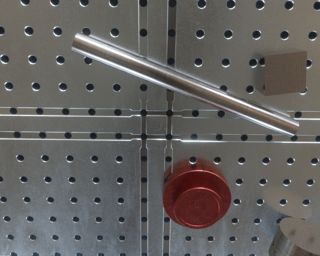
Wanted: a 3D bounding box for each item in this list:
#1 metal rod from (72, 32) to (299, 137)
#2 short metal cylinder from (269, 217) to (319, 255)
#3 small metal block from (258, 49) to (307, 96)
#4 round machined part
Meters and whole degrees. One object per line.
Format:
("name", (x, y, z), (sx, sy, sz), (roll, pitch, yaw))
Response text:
("metal rod", (0.038, -0.052, 0.394), (0.302, 0.025, 0.025), (21, 109, -8))
("short metal cylinder", (0.207, 0.176, 0.451), (0.081, 0.080, 0.050), (11, 110, -4))
("small metal block", (0.153, -0.070, 0.389), (0.050, 0.025, 0.050), (-7, 110, 2))
("round machined part", (0.053, 0.104, 0.443), (0.099, 0.042, 0.097), (0, 110, 0))
